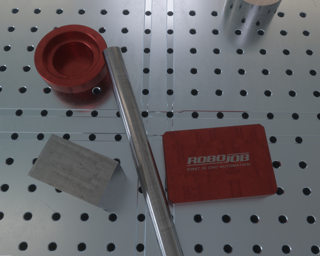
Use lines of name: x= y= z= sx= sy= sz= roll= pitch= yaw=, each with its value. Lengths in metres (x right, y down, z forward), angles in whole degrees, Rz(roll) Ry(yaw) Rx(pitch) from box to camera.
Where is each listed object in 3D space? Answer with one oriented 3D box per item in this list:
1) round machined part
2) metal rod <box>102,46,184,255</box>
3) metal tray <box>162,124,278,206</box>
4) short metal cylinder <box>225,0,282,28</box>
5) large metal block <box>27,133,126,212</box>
round machined part: x=-0.120 y=-0.092 z=0.435 sx=0.099 sy=0.042 sz=0.098 roll=0 pitch=70 yaw=0
metal rod: x=-0.020 y=0.039 z=0.377 sx=0.025 sy=0.025 sz=0.299 roll=-16 pitch=78 yaw=-6
metal tray: x=0.072 y=0.046 z=0.393 sx=0.131 sy=0.030 sz=0.090 roll=-5 pitch=70 yaw=-2
short metal cylinder: x=0.144 y=-0.202 z=0.473 sx=0.081 sy=0.050 sz=0.080 roll=0 pitch=70 yaw=0
large metal block: x=-0.091 y=0.056 z=0.361 sx=0.080 sy=0.080 sz=0.050 roll=22 pitch=72 yaw=8
